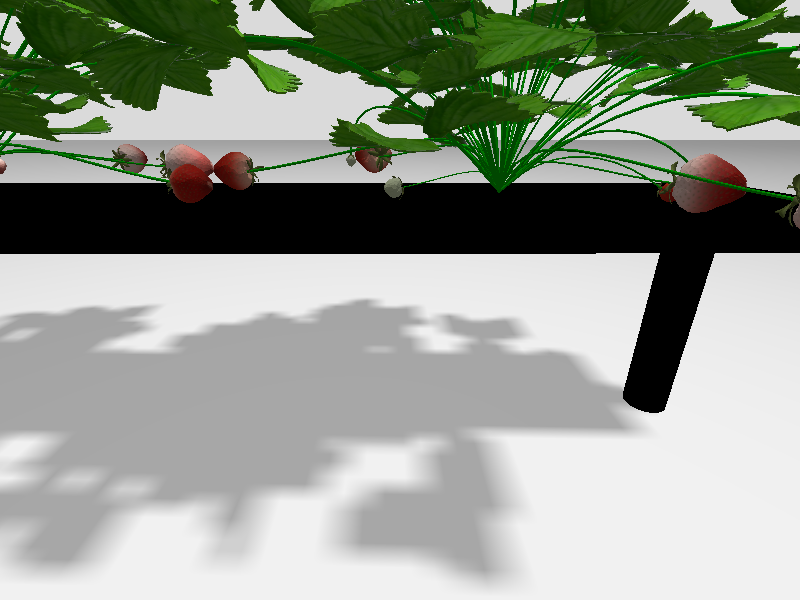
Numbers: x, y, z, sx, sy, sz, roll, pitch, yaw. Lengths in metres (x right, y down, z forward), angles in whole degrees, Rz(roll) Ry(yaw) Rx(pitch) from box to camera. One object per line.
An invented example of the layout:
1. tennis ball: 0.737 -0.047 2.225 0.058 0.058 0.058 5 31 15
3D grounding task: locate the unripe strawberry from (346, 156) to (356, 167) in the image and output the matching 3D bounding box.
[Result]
1. unripe strawberry: -0.057 -0.161 0.463 0.011 0.011 0.011 21 31 40

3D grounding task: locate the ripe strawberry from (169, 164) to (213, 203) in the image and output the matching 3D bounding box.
1. ripe strawberry: -0.150 -0.084 0.291 0.028 0.027 0.026 6 24 12

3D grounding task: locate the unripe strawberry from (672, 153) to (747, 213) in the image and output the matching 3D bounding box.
1. unripe strawberry: 0.198 -0.074 0.255 0.038 0.037 0.035 17 29 34

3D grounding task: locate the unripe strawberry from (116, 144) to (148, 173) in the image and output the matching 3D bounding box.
1. unripe strawberry: -0.326 -0.174 0.492 0.032 0.034 0.035 5 23 12

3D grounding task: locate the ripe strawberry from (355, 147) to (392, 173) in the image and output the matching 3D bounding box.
1. ripe strawberry: -0.033 -0.173 0.480 0.044 0.039 0.040 -16 28 -33

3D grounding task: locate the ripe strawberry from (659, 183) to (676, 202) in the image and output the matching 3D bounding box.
1. ripe strawberry: 0.195 -0.077 0.288 0.016 0.013 0.016 25 30 18

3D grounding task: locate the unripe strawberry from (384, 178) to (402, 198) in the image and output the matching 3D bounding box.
1. unripe strawberry: -0.006 -0.087 0.309 0.014 0.015 0.013 -9 25 -18

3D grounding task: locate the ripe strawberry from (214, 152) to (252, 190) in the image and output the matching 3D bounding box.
1. ripe strawberry: -0.149 -0.114 0.356 0.033 0.033 0.031 2 23 5

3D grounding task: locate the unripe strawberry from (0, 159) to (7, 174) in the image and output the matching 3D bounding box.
1. unripe strawberry: -0.491 -0.163 0.488 0.018 0.019 0.019 -17 28 -34

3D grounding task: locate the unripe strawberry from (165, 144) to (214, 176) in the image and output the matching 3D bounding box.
1. unripe strawberry: -0.198 -0.127 0.378 0.039 0.038 0.036 -6 24 -15
